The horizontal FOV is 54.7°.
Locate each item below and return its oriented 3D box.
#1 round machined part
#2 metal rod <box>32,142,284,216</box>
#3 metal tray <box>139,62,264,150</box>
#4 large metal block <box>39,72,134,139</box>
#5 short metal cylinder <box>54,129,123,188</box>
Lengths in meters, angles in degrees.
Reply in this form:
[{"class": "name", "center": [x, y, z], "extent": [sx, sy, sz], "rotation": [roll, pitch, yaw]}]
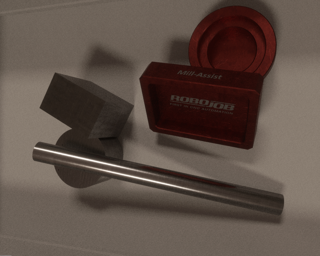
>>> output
[{"class": "round machined part", "center": [0.087, -0.090, 0.371], "extent": [0.098, 0.042, 0.097], "rotation": [0, 90, 19]}, {"class": "metal rod", "center": [-0.006, 0.060, 0.375], "extent": [0.302, 0.025, 0.025], "rotation": [12, 94, 5]}, {"class": "metal tray", "center": [0.047, -0.026, 0.361], "extent": [0.130, 0.030, 0.090], "rotation": [10, 138, 19]}, {"class": "large metal block", "center": [-0.094, -0.028, 0.413], "extent": [0.080, 0.080, 0.050], "rotation": [30, 100, 17]}, {"class": "short metal cylinder", "center": [-0.099, 0.040, 0.431], "extent": [0.080, 0.050, 0.079], "rotation": [0, 90, 19]}]
